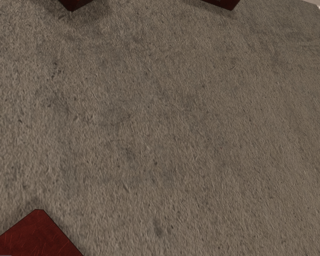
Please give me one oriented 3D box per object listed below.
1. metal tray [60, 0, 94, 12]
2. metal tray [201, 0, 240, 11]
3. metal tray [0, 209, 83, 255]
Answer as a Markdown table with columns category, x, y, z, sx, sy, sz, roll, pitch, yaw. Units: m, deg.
| category | x | y | z | sx | sy | sz | roll | pitch | yaw |
| --- | --- | --- | --- | --- | --- | --- | --- | --- | --- |
| metal tray | -0.139 | -0.247 | 0.453 | 0.130 | 0.030 | 0.090 | 49 | 56 | -11 |
| metal tray | 0.098 | -0.301 | 0.639 | 0.131 | 0.030 | 0.090 | 8 | 58 | -24 |
| metal tray | -0.124 | 0.142 | 0.248 | 0.090 | 0.030 | 0.131 | 47 | 51 | 4 |
